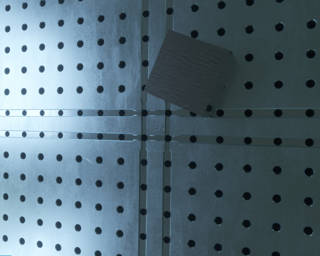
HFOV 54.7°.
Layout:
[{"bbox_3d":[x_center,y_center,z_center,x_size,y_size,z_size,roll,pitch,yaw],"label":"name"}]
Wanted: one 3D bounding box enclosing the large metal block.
[{"bbox_3d":[0.038,-0.065,0.385,0.080,0.050,0.080,25,98,18],"label":"large metal block"}]
